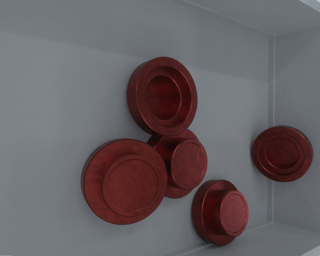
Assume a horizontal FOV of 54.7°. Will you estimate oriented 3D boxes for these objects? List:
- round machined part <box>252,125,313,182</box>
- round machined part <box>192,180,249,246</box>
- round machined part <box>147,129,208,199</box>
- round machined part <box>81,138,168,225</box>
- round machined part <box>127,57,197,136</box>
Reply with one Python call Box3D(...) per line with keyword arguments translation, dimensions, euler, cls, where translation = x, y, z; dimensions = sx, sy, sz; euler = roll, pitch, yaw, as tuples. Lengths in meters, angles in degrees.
Box3D(translation=(0.218, 0.043, 0.549), dimensions=(0.042, 0.098, 0.097), euler=(-15, 100, -56), cls="round machined part")
Box3D(translation=(0.098, 0.129, 0.473), dimensions=(0.099, 0.042, 0.097), euler=(8, 78, -39), cls="round machined part")
Box3D(translation=(0.027, 0.047, 0.420), dimensions=(0.099, 0.042, 0.097), euler=(0, 90, -40), cls="round machined part")
Box3D(translation=(-0.036, 0.061, 0.349), dimensions=(0.099, 0.042, 0.097), euler=(0, 91, -22), cls="round machined part")
Box3D(translation=(-0.001, -0.038, 0.394), dimensions=(0.099, 0.042, 0.097), euler=(2, 86, -39), cls="round machined part")
